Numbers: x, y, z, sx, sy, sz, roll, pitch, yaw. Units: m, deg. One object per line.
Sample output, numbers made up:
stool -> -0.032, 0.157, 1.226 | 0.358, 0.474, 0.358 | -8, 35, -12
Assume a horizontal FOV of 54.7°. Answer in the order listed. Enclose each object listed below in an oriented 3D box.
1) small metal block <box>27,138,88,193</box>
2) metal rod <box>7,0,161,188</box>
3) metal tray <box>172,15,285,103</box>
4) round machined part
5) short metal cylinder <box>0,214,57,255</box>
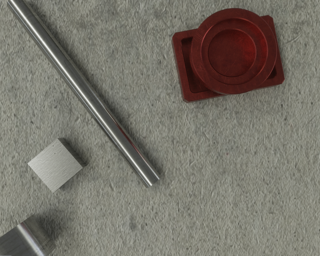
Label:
small metal block -> -0.134, 0.048, 0.409 | 0.050, 0.025, 0.050 | -41, 90, 0
metal rod -> -0.099, -0.047, 0.409 | 0.025, 0.025, 0.300 | -37, 90, 0
metal tray -> 0.087, -0.089, 0.408 | 0.131, 0.030, 0.089 | -11, 90, 0
round machined part -> 0.085, -0.089, 0.374 | 0.099, 0.042, 0.097 | 0, 94, -1
short metal cylinder -> -0.177, 0.151, 0.381 | 0.080, 0.080, 0.050 | -35, 90, 0
